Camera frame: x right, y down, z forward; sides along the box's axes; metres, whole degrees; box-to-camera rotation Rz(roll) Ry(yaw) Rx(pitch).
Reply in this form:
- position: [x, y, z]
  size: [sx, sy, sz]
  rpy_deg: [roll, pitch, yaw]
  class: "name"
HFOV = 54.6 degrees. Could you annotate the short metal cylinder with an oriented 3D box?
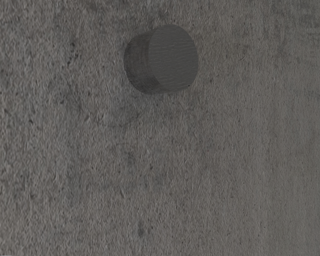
- position: [0.002, -0.084, 0.389]
  size: [0.081, 0.050, 0.080]
  rpy_deg: [0, 90, -40]
  class: "short metal cylinder"
